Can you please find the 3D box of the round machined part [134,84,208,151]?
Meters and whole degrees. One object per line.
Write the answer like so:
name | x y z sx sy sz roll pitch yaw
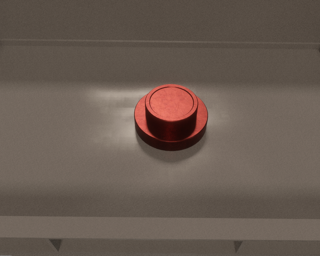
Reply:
round machined part | 0.015 -0.021 0.412 0.099 0.042 0.098 0 50 0
